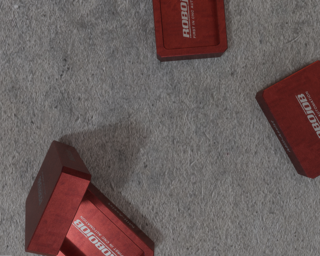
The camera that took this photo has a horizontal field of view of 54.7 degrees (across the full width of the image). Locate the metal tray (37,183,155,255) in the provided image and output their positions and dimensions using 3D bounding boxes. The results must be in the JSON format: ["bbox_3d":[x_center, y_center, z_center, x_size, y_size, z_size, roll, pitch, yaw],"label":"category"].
[{"bbox_3d":[-0.082,0.147,0.406,0.130,0.030,0.090,44,90,0],"label":"metal tray"}]

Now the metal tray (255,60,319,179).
[{"bbox_3d":[0.199,-0.011,0.409,0.090,0.030,0.130,-29,90,0],"label":"metal tray"}]

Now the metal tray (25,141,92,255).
[{"bbox_3d":[-0.122,0.072,0.356,0.030,0.130,0.090,24,90,-25],"label":"metal tray"}]

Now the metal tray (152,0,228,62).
[{"bbox_3d":[0.036,-0.157,0.407,0.091,0.030,0.129,-5,90,0],"label":"metal tray"}]
